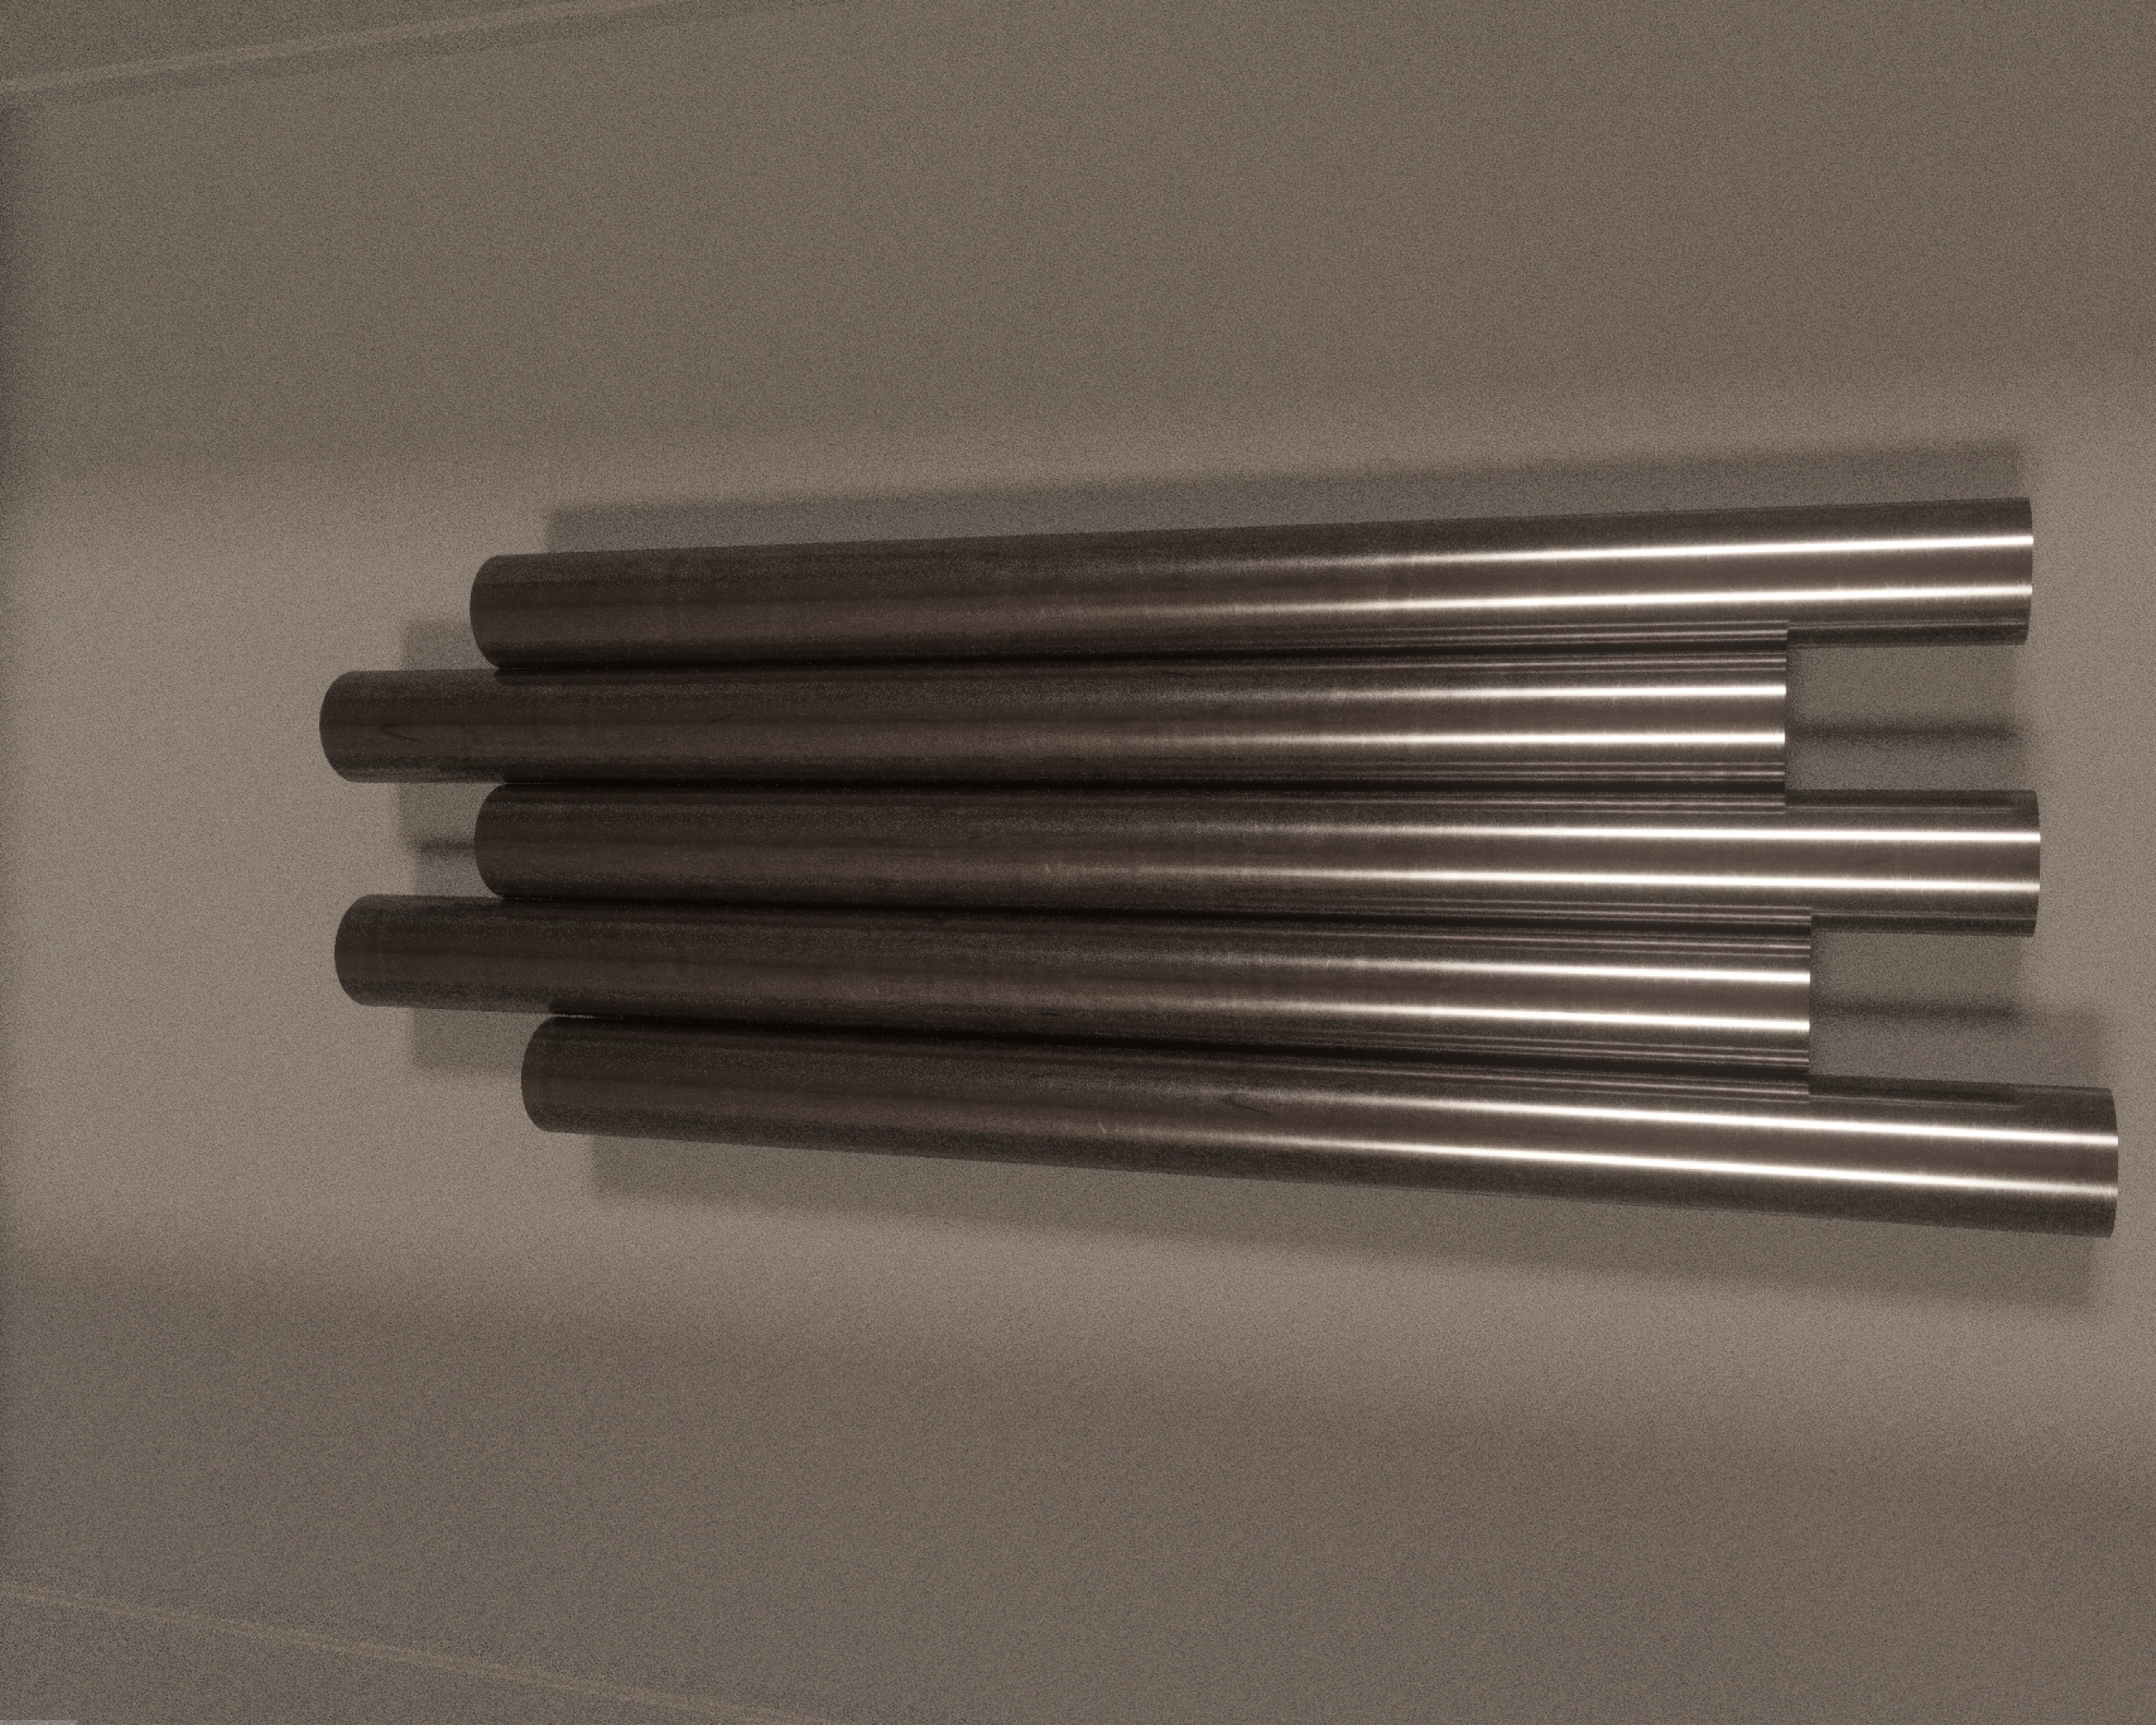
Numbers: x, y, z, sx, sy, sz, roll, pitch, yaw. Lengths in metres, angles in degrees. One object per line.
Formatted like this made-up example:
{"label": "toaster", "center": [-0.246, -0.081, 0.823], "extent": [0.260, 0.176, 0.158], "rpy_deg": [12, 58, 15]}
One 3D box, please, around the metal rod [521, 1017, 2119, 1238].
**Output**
{"label": "metal rod", "center": [0.030, 0.048, 0.398], "extent": [0.301, 0.025, 0.025], "rpy_deg": [1, 90, 19]}

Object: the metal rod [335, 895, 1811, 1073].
{"label": "metal rod", "center": [-0.014, 0.022, 0.413], "extent": [0.301, 0.025, 0.025], "rpy_deg": [1, 90, 19]}

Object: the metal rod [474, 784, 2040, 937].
{"label": "metal rod", "center": [0.019, -0.002, 0.402], "extent": [0.301, 0.025, 0.025], "rpy_deg": [1, 90, 19]}

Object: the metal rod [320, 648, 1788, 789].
{"label": "metal rod", "center": [-0.018, -0.028, 0.414], "extent": [0.301, 0.025, 0.025], "rpy_deg": [1, 90, 19]}

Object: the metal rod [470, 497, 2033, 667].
{"label": "metal rod", "center": [0.018, -0.052, 0.402], "extent": [0.301, 0.025, 0.025], "rpy_deg": [1, 90, 19]}
